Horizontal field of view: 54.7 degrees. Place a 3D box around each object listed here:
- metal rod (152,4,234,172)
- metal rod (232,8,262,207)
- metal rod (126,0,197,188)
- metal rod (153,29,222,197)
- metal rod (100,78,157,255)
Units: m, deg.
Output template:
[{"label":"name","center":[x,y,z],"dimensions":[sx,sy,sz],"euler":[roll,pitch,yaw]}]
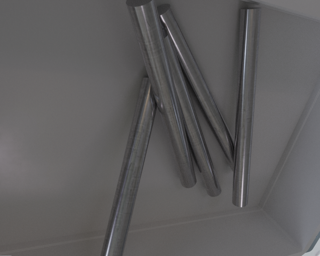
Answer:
[{"label":"metal rod","center":[0.066,-0.030,0.425],"dimensions":[0.025,0.025,0.300],"euler":[-37,129,-3]},{"label":"metal rod","center":[0.121,-0.013,0.443],"dimensions":[0.025,0.025,0.298],"euler":[-14,117,-20]},{"label":"metal rod","center":[0.014,-0.014,0.376],"dimensions":[0.025,0.025,0.299],"euler":[-29,138,-10]},{"label":"metal rod","center":[0.044,0.004,0.424],"dimensions":[0.025,0.025,0.299],"euler":[-32,132,-8]},{"label":"metal rod","center":[-0.042,0.089,0.360],"dimensions":[0.025,0.025,0.299],"euler":[16,85,-35]}]
